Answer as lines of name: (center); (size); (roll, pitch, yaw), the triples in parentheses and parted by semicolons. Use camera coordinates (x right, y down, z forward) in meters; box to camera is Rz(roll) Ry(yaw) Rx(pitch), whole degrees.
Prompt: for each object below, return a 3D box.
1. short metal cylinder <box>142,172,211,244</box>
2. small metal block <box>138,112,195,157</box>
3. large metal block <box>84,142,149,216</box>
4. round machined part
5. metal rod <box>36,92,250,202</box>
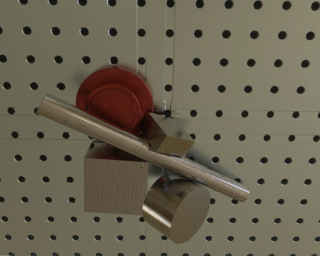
short metal cylinder: (0.023, 0.106, 0.417); (0.081, 0.050, 0.079); (-23, 124, -40)
small metal block: (0.008, 0.008, 0.393); (0.050, 0.050, 0.025); (14, 117, -42)
large metal block: (-0.058, 0.068, 0.422); (0.081, 0.050, 0.079); (4, 110, -2)
round machined part: (-0.058, -0.027, 0.394); (0.099, 0.042, 0.097); (0, 110, -1)
metal rod: (-0.003, 0.034, 0.391); (0.302, 0.025, 0.025); (26, 108, -23)
